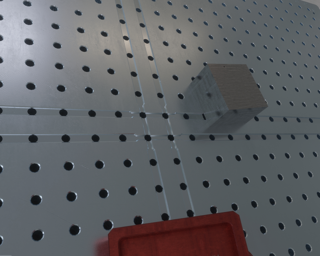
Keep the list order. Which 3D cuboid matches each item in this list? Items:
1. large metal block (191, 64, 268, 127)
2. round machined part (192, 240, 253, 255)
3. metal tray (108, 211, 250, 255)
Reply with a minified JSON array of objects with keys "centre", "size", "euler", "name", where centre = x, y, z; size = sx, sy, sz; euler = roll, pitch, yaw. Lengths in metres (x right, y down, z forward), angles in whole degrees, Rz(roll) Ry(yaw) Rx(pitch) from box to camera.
[{"centre":[0.106,-0.052,0.481],"size":[0.081,0.050,0.080],"euler":[-6,65,-31],"name":"large metal block"},{"centre":[0.078,0.172,0.334],"size":[0.099,0.042,0.098],"euler":[14,56,-21],"name":"round machined part"},{"centre":[0.020,0.136,0.298],"size":[0.131,0.030,0.090],"euler":[-7,63,-4],"name":"metal tray"}]
